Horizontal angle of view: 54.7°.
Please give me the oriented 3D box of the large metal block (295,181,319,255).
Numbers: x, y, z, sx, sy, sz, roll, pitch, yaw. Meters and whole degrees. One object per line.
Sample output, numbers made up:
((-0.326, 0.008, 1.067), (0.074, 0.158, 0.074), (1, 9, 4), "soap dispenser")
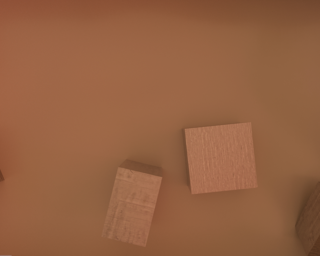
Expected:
((0.229, 0.119, 0.384), (0.080, 0.050, 0.079), (10, 120, 0), "large metal block")

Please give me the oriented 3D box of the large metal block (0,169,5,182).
((-0.250, 0.043, 0.382), (0.050, 0.080, 0.080), (-21, 90, 0), "large metal block")

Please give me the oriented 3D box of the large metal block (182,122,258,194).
((0.074, 0.036, 0.399), (0.080, 0.050, 0.080), (-6, 90, 0), "large metal block")

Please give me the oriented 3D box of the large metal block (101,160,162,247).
((-0.031, 0.087, 0.384), (0.050, 0.080, 0.080), (14, 90, 0), "large metal block")
